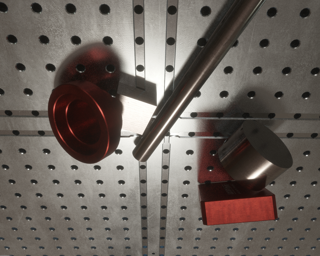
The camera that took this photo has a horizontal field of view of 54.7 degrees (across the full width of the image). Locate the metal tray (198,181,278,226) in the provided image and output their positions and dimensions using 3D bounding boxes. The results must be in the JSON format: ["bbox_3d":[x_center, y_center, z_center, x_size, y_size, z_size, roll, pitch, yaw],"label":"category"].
[{"bbox_3d":[0.102,0.101,0.439,0.090,0.130,0.030,-6,88,5],"label":"metal tray"}]

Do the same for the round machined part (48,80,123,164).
[{"bbox_3d":[-0.084,-0.010,0.370,0.098,0.042,0.097,15,118,30],"label":"round machined part"}]

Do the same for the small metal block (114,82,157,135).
[{"bbox_3d":[-0.037,-0.024,0.391,0.050,0.025,0.050,17,128,-15],"label":"small metal block"}]

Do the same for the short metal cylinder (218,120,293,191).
[{"bbox_3d":[0.125,0.035,0.408,0.080,0.080,0.050,24,126,-19],"label":"short metal cylinder"}]

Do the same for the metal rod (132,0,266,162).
[{"bbox_3d":[0.043,-0.061,0.360,0.025,0.025,0.298,22,127,-18],"label":"metal rod"}]
